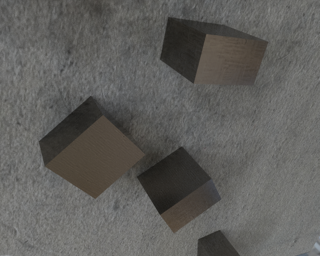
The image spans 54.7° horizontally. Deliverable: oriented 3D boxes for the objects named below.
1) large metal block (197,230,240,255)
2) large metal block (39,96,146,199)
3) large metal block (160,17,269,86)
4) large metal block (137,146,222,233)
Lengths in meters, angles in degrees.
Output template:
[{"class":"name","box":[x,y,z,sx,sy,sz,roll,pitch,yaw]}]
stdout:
[{"class":"large metal block","box":[0.115,0.262,0.599,0.050,0.080,0.079,-16,125,-20]},{"class":"large metal block","box":[-0.079,0.024,0.364,0.080,0.050,0.080,-42,130,0]},{"class":"large metal block","box":[0.057,-0.087,0.350,0.081,0.080,0.050,-3,120,-28]},{"class":"large metal block","box":[0.026,0.085,0.440,0.080,0.080,0.050,-34,129,-6]}]
